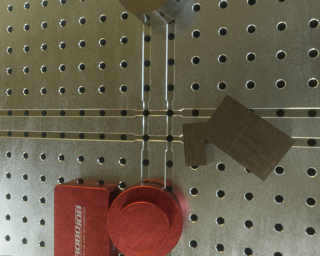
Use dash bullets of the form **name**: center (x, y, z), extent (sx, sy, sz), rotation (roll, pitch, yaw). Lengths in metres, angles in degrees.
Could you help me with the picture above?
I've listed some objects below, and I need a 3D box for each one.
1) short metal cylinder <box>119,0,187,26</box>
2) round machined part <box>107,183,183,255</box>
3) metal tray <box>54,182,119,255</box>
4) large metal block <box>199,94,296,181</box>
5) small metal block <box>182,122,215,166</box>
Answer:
- **short metal cylinder**: center (-0.010, -0.180, 0.403), extent (0.080, 0.050, 0.080), rotation (0, 90, 20)
- **round machined part**: center (-0.020, 0.123, 0.398), extent (0.099, 0.042, 0.097), rotation (0, 91, 4)
- **metal tray**: center (-0.107, 0.147, 0.448), extent (0.090, 0.030, 0.129), rotation (0, 90, 20)
- **large metal block**: center (0.099, 0.009, 0.348), extent (0.080, 0.080, 0.050), rotation (37, 102, 16)
- **small metal block**: center (0.048, 0.019, 0.382), extent (0.025, 0.050, 0.050), rotation (-5, 88, 20)
